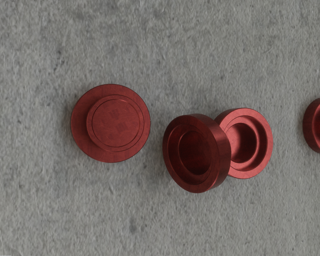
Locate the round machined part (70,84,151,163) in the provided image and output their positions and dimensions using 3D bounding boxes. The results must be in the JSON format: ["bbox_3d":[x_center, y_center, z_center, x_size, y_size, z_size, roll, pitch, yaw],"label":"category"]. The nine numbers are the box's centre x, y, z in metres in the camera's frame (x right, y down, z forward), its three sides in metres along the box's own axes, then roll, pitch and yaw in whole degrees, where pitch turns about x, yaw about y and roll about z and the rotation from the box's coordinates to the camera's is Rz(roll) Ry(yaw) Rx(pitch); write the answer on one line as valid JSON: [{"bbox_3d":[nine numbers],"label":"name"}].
[{"bbox_3d":[-0.058,-0.006,0.379,0.099,0.042,0.097,0,90,-21],"label":"round machined part"}]

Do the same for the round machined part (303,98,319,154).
[{"bbox_3d":[0.289,-0.004,0.509,0.099,0.042,0.097,0,90,-21],"label":"round machined part"}]

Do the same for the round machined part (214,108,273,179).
[{"bbox_3d":[0.108,0.021,0.440,0.099,0.042,0.097,0,90,-23],"label":"round machined part"}]

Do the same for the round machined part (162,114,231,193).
[{"bbox_3d":[0.051,0.030,0.394,0.042,0.098,0.097,-10,94,-40],"label":"round machined part"}]
